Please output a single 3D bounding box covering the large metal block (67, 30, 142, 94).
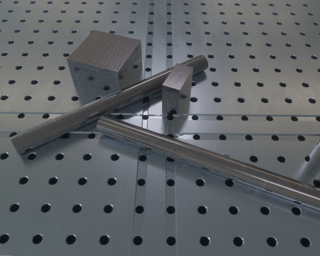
[{"bbox_3d":[-0.081,-0.100,0.475,0.080,0.050,0.080,16,52,13],"label":"large metal block"}]

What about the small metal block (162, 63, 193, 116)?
[{"bbox_3d":[0.025,-0.054,0.437,0.025,0.050,0.050,19,53,15],"label":"small metal block"}]

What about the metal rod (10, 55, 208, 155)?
[{"bbox_3d":[-0.056,-0.041,0.441,0.302,0.025,0.025,-27,55,-21],"label":"metal rod"}]

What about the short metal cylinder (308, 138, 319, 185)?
[{"bbox_3d":[0.224,0.036,0.363,0.081,0.050,0.080,0,50,0],"label":"short metal cylinder"}]

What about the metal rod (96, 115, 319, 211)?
[{"bbox_3d":[0.061,0.040,0.373,0.301,0.025,0.025,18,53,15],"label":"metal rod"}]
